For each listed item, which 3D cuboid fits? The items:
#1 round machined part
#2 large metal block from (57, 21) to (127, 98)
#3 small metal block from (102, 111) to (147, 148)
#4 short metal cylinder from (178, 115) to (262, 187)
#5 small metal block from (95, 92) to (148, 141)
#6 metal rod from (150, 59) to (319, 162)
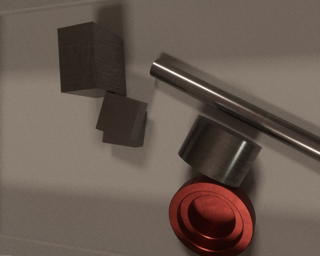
[{"bbox_3d":[0.064,0.101,0.371,0.098,0.042,0.097,6,106,22],"label":"round machined part"},{"bbox_3d":[-0.087,-0.085,0.411,0.050,0.080,0.079,-4,89,20],"label":"large metal block"},{"bbox_3d":[-0.048,-0.002,0.427,0.050,0.025,0.050,8,93,19],"label":"small metal block"},{"bbox_3d":[0.068,0.025,0.357,0.080,0.080,0.050,30,99,17],"label":"short metal cylinder"},{"bbox_3d":[-0.049,-0.016,0.400,0.050,0.025,0.050,18,96,18],"label":"small metal block"},{"bbox_3d":[0.119,-0.010,0.368,0.301,0.025,0.025,29,100,17],"label":"metal rod"}]
